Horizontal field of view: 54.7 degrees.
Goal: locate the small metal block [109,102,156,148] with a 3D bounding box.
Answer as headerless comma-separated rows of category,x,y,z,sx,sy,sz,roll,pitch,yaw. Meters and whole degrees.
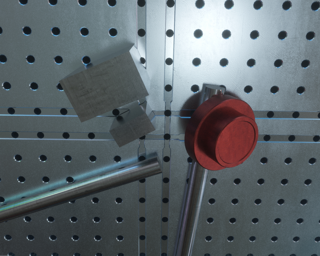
small metal block,-0.034,-0.006,0.398,0.050,0.050,0.025,-26,108,9

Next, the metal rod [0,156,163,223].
metal rod,-0.142,0.097,0.447,0.301,0.025,0.025,-18,109,6

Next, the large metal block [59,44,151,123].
large metal block,-0.059,-0.056,0.363,0.080,0.080,0.050,-21,109,7

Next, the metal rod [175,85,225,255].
metal rod,0.052,0.087,0.446,0.025,0.025,0.298,7,110,-3

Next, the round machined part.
round machined part,0.083,0.011,0.388,0.099,0.042,0.097,-13,117,-26
